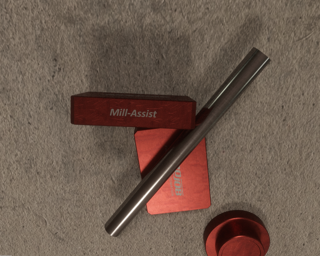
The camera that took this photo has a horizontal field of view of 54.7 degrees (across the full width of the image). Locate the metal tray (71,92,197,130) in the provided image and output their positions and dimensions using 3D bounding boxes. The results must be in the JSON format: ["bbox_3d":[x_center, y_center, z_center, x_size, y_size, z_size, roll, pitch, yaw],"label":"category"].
[{"bbox_3d":[-0.028,-0.023,0.364,0.131,0.090,0.030,2,99,-2],"label":"metal tray"}]

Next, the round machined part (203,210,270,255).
[{"bbox_3d":[0.118,0.177,0.468,0.099,0.042,0.097,0,110,-1],"label":"round machined part"}]

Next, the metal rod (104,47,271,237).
[{"bbox_3d":[0.024,0.029,0.388,0.025,0.025,0.299,35,106,-13],"label":"metal rod"}]

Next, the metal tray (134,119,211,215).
[{"bbox_3d":[0.019,0.053,0.427,0.091,0.030,0.129,-7,110,2],"label":"metal tray"}]
